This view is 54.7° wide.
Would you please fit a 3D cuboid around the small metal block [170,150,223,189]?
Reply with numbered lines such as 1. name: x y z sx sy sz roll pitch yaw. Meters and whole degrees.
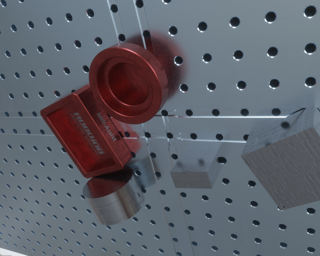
1. small metal block: 0.048 0.053 0.401 0.050 0.050 0.025 -5 116 30

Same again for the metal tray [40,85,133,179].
1. metal tray: -0.111 0.010 0.470 0.090 0.030 0.130 -19 109 35

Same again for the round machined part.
1. round machined part: -0.034 -0.057 0.382 0.098 0.042 0.097 13 124 20

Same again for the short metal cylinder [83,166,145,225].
1. short metal cylinder: -0.070 0.101 0.473 0.080 0.080 0.050 -7 115 31

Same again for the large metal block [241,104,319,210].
1. large metal block: 0.150 0.034 0.337 0.080 0.050 0.080 -31 102 37
